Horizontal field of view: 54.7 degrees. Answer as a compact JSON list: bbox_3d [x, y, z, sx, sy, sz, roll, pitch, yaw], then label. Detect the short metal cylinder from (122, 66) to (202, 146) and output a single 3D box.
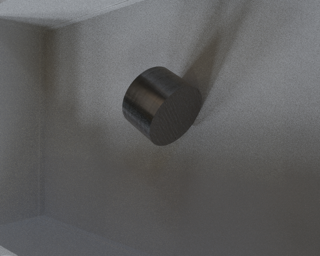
[{"bbox_3d":[0.003,-0.026,0.367,0.050,0.081,0.079,40,114,32],"label":"short metal cylinder"}]
